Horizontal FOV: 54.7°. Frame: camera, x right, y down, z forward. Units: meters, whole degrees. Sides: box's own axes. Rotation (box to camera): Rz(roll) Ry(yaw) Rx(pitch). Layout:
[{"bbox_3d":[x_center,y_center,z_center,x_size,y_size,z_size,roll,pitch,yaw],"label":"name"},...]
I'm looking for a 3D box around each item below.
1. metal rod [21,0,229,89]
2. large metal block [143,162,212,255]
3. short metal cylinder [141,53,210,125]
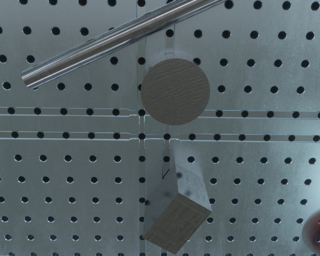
[{"bbox_3d":[-0.028,-0.117,0.369,0.301,0.025,0.025,-22,109,7],"label":"metal rod"},{"bbox_3d":[0.021,0.107,0.424,0.050,0.080,0.080,32,107,-11],"label":"large metal block"},{"bbox_3d":[0.018,-0.049,0.382,0.081,0.050,0.079,0,110,-1],"label":"short metal cylinder"}]
